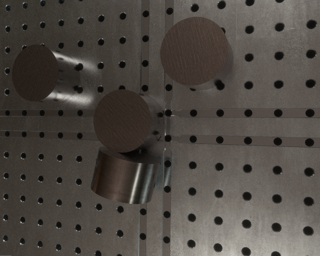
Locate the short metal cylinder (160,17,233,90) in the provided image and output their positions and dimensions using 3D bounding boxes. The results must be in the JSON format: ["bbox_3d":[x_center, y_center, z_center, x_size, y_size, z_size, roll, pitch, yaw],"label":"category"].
[{"bbox_3d":[0.047,-0.089,0.382,0.080,0.050,0.079,0,90,19],"label":"short metal cylinder"}]

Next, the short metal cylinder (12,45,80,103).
[{"bbox_3d":[-0.167,-0.077,0.456,0.080,0.050,0.079,0,90,19],"label":"short metal cylinder"}]

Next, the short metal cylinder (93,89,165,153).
[{"bbox_3d":[-0.040,-0.009,0.412,0.080,0.050,0.079,0,90,19],"label":"short metal cylinder"}]

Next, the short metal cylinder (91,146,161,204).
[{"bbox_3d":[-0.043,0.058,0.398,0.080,0.080,0.050,15,95,19],"label":"short metal cylinder"}]
